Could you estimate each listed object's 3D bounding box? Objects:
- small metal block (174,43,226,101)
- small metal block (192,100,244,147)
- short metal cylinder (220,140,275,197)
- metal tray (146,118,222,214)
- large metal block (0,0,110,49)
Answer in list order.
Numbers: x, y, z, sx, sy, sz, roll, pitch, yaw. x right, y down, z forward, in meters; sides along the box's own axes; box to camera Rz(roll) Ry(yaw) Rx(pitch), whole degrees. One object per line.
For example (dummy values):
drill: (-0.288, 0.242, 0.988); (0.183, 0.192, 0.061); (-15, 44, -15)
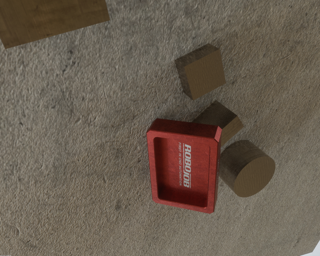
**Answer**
small metal block: (0.052, -0.071, 0.391); (0.050, 0.025, 0.050); (-29, 128, -10)
small metal block: (0.078, -0.004, 0.431); (0.050, 0.050, 0.025); (-42, 130, 0)
short metal cylinder: (0.140, 0.066, 0.508); (0.081, 0.050, 0.079); (-14, 124, -21)
metal tray: (0.033, 0.054, 0.420); (0.090, 0.030, 0.129); (7, 125, 16)
large metal block: (-0.096, -0.110, 0.251); (0.081, 0.080, 0.050); (-22, 127, -16)
